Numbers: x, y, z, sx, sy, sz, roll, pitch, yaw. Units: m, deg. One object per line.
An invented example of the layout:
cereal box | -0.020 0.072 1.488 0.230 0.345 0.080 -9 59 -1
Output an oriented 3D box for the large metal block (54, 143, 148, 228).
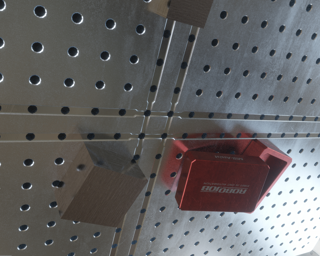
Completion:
large metal block | -0.076 0.076 0.400 0.080 0.050 0.080 24 105 -37

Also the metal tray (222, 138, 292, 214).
metal tray | 0.166 0.090 0.553 0.091 0.030 0.129 22 107 -36

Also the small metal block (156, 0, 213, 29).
small metal block | 0.030 -0.142 0.339 0.050 0.025 0.050 4 117 -30

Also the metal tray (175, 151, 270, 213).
metal tray | 0.097 0.087 0.490 0.131 0.030 0.089 6 111 -16
